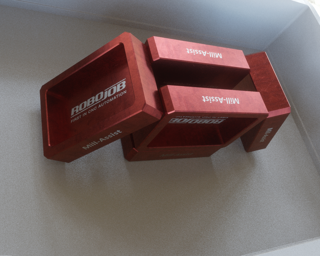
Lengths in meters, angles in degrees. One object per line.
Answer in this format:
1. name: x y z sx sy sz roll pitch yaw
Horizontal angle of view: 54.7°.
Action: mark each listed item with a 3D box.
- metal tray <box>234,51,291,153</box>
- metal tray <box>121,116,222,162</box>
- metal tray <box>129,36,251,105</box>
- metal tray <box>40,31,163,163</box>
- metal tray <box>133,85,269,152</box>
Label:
1. metal tray: 0.130 -0.030 0.426 0.030 0.130 0.090 -13 66 -1
2. metal tray: 0.011 -0.006 0.410 0.131 0.030 0.090 0 62 -29
3. metal tray: 0.031 -0.061 0.376 0.131 0.090 0.030 0 62 -28
4. metal tray: -0.067 -0.028 0.320 0.030 0.130 0.090 26 45 -55
5. metal tray: 0.044 -0.007 0.351 0.131 0.090 0.030 0 62 -29
